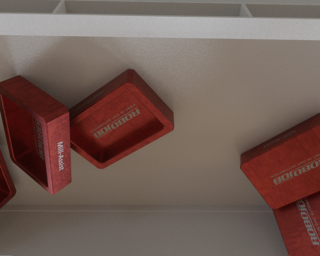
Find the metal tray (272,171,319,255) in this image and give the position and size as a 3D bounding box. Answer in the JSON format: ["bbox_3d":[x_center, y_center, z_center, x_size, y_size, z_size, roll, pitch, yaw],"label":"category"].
[{"bbox_3d":[0.220,0.132,0.451,0.090,0.130,0.030,-28,143,26],"label":"metal tray"}]

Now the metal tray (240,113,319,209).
[{"bbox_3d":[0.191,0.049,0.431,0.130,0.030,0.090,-33,103,24],"label":"metal tray"}]

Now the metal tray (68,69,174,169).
[{"bbox_3d":[-0.059,-0.006,0.399,0.130,0.030,0.090,-30,125,22],"label":"metal tray"}]

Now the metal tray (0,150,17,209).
[{"bbox_3d":[-0.256,0.075,0.423,0.030,0.090,0.129,20,133,17],"label":"metal tray"}]

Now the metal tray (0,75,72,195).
[{"bbox_3d":[-0.152,0.012,0.381,0.090,0.030,0.129,31,134,22],"label":"metal tray"}]
